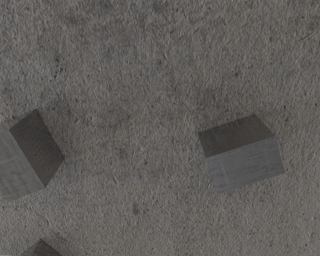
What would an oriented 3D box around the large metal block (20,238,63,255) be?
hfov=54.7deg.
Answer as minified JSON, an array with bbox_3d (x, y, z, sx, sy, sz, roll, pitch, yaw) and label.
[{"bbox_3d":[-0.190,0.234,0.481,0.080,0.050,0.080,-40,106,13],"label":"large metal block"}]

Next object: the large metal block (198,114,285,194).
[{"bbox_3d":[0.098,0.029,0.392,0.080,0.080,0.050,-19,109,7],"label":"large metal block"}]

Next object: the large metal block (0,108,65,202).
[{"bbox_3d":[-0.173,0.031,0.390,0.050,0.080,0.080,-21,109,7],"label":"large metal block"}]
